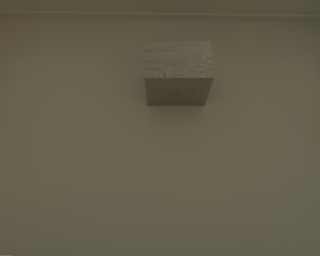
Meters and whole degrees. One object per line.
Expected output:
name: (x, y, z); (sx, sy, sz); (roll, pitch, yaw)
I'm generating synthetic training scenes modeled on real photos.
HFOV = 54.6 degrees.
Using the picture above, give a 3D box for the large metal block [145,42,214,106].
large metal block: (0.022, -0.068, 0.406); (0.080, 0.080, 0.050); (0, 70, 0)
